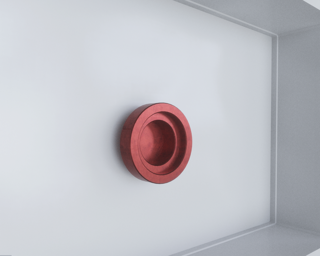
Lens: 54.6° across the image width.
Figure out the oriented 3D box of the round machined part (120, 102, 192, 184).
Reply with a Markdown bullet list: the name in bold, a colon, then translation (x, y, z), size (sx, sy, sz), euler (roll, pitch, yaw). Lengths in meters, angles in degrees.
- **round machined part**: translation (-0.009, 0.018, 0.387), size (0.099, 0.042, 0.097), euler (0, 90, -40)
